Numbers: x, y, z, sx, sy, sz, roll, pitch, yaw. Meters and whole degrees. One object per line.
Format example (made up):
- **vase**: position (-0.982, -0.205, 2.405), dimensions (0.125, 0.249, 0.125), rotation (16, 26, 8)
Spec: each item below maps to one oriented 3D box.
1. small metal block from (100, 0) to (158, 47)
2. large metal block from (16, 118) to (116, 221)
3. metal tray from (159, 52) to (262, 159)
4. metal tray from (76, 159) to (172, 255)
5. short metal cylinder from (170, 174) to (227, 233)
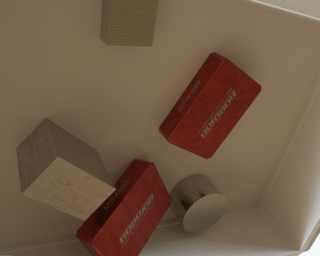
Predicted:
- **small metal block**: position (-0.033, -0.113, 0.322), dimensions (0.050, 0.025, 0.050), rotation (-6, 121, -26)
- **large metal block**: position (-0.106, 0.045, 0.344), dimensions (0.050, 0.080, 0.080), rotation (-46, 130, 4)
- **metal tray**: position (0.071, -0.026, 0.430), dimensions (0.090, 0.030, 0.129), rotation (26, 104, -38)
- **metal tray**: position (-0.040, 0.117, 0.413), dimensions (0.130, 0.030, 0.090), rotation (-51, 134, -35)
- **short metal cylinder**: position (0.061, 0.122, 0.504), dimensions (0.081, 0.050, 0.079), rotation (-14, 125, -21)
